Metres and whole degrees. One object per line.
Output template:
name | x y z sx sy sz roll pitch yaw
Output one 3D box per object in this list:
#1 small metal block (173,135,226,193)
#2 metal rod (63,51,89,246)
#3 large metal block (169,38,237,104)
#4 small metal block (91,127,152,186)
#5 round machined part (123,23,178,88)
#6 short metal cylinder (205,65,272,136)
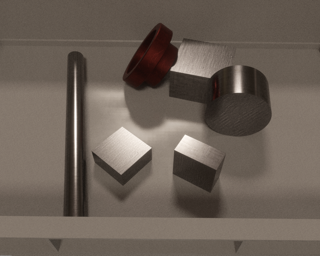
small metal block | 0.043 0.041 0.355 0.050 0.050 0.025 25 54 19
metal rod | -0.110 0.000 0.403 0.025 0.025 0.300 -7 50 -7
large metal block | 0.064 -0.083 0.460 0.080 0.050 0.080 13 51 10
small metal block | -0.045 0.033 0.377 0.050 0.025 0.050 34 58 25
round machined part | -0.010 -0.100 0.453 0.042 0.098 0.098 32 49 -18
short metal cylinder | 0.100 -0.033 0.399 0.080 0.080 0.050 7 51 5
